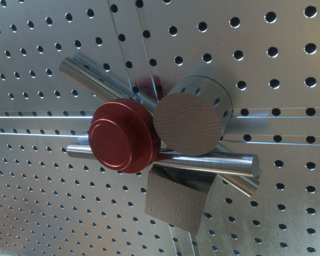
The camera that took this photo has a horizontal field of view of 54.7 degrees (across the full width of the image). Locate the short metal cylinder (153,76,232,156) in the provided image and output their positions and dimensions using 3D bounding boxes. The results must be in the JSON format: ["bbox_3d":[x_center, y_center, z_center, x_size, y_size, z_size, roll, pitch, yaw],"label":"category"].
[{"bbox_3d":[0.039,-0.014,0.363,0.080,0.050,0.079,13,124,20],"label":"short metal cylinder"}]

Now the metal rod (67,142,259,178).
[{"bbox_3d":[-0.020,0.038,0.420,0.300,0.025,0.025,1,119,35],"label":"metal rod"}]

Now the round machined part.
[{"bbox_3d":[-0.051,0.015,0.391,0.098,0.042,0.097,14,117,29],"label":"round machined part"}]

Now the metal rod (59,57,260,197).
[{"bbox_3d":[-0.005,-0.005,0.410,0.301,0.025,0.025,33,129,5],"label":"metal rod"}]

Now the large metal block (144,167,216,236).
[{"bbox_3d":[0.028,0.090,0.432,0.080,0.050,0.079,18,126,17],"label":"large metal block"}]
